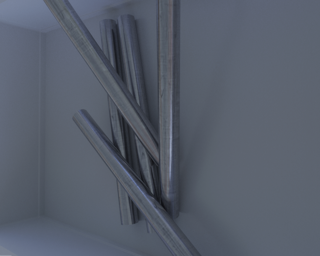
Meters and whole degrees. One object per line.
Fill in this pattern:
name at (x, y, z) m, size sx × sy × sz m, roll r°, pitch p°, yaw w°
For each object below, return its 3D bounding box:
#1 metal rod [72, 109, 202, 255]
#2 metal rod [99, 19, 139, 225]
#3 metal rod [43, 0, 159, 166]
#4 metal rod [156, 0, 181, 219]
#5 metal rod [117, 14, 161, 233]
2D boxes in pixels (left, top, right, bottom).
metal rod at (-0.032, 0.076, 0.396) m, size 0.300 × 0.025 × 0.025 m, roll 47°, pitch 118°, yaw 30°
metal rod at (-0.061, -0.012, 0.454) m, size 0.025 × 0.025 × 0.298 m, roll -12°, pitch 83°, yaw 39°
metal rod at (-0.077, -0.081, 0.384) m, size 0.025 × 0.025 × 0.299 m, roll -29°, pitch 99°, yaw 36°
metal rod at (0.010, -0.032, 0.351) m, size 0.025 × 0.025 × 0.298 m, roll 14°, pitch 113°, yaw 39°
metal rod at (-0.027, -0.011, 0.426) m, size 0.025 × 0.025 × 0.298 m, roll -14°, pitch 81°, yaw 39°
